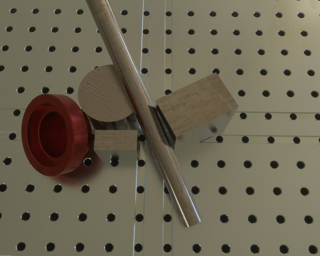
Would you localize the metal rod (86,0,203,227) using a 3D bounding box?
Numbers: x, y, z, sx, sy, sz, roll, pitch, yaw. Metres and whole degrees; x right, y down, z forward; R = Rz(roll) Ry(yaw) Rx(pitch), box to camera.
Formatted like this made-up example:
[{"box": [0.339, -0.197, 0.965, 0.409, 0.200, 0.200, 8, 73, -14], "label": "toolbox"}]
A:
[{"box": [-0.020, -0.024, 0.370, 0.025, 0.025, 0.299, -24, 91, -9], "label": "metal rod"}]

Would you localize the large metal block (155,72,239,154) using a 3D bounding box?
[{"box": [0.042, -0.015, 0.388, 0.080, 0.080, 0.050, -26, 73, -9], "label": "large metal block"}]

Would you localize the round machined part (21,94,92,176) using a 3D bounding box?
[{"box": [-0.123, 0.007, 0.381, 0.098, 0.042, 0.097, 2, 94, 33], "label": "round machined part"}]

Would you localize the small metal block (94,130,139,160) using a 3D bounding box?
[{"box": [-0.052, 0.022, 0.390, 0.050, 0.050, 0.025, 0, 70, 0], "label": "small metal block"}]

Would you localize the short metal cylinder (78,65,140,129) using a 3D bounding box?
[{"box": [-0.063, -0.036, 0.411, 0.081, 0.050, 0.080, 0, 70, -1], "label": "short metal cylinder"}]
